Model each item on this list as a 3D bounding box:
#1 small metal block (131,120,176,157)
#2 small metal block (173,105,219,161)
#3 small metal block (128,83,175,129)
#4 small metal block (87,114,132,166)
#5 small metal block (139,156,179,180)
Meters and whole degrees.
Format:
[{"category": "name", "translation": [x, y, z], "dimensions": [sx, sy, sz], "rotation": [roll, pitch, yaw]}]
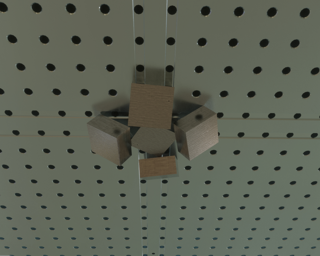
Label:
[{"category": "small metal block", "translation": [-0.009, 0.008, 0.417], "dimensions": [0.050, 0.025, 0.050], "rotation": [25, 126, -20]}, {"category": "small metal block", "translation": [0.048, 0.007, 0.402], "dimensions": [0.050, 0.025, 0.050], "rotation": [-30, 133, -21]}, {"category": "small metal block", "translation": [-0.011, -0.026, 0.373], "dimensions": [0.050, 0.025, 0.050], "rotation": [5, 94, -4]}, {"category": "small metal block", "translation": [-0.066, 0.016, 0.409], "dimensions": [0.050, 0.025, 0.050], "rotation": [24, 136, 25]}, {"category": "small metal block", "translation": [0.000, 0.058, 0.445], "dimensions": [0.050, 0.025, 0.050], "rotation": [-7, 166, 5]}]
